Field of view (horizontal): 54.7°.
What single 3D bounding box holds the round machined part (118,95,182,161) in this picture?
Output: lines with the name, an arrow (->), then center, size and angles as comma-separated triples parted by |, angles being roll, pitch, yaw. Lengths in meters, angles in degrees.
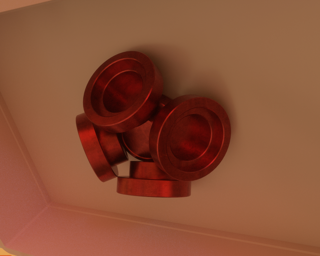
round machined part -> -0.015, 0.005, 0.404 | 0.098, 0.042, 0.097 | 13, 124, 20

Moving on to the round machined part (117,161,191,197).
round machined part -> -0.007, 0.066, 0.415 | 0.098, 0.098, 0.042 | -1, 82, 28

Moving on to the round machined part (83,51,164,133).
round machined part -> -0.039, -0.038, 0.367 | 0.098, 0.098, 0.042 | -4, 154, 29

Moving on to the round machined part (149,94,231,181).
round machined part -> 0.031, 0.009, 0.361 | 0.042, 0.099, 0.097 | 28, 139, 58

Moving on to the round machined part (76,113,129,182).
round machined part -> -0.074, 0.021, 0.422 | 0.042, 0.098, 0.097 | -22, 112, -4
